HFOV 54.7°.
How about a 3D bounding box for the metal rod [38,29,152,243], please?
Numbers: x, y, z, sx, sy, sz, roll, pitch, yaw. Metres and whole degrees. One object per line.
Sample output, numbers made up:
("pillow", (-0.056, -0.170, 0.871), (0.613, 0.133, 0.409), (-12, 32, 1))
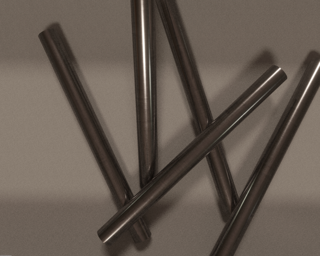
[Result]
("metal rod", (-0.086, 0.011, 0.410), (0.025, 0.025, 0.299), (-25, 90, 0))

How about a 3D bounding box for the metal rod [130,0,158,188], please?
("metal rod", (-0.017, -0.058, 0.350), (0.025, 0.025, 0.298), (-1, 115, 0))

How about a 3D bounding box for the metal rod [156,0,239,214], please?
("metal rod", (0.051, -0.033, 0.412), (0.025, 0.025, 0.298), (-18, 90, 0))

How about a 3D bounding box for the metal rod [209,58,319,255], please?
("metal rod", (0.141, 0.042, 0.397), (0.025, 0.025, 0.299), (30, 83, -1))

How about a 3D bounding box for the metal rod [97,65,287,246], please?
("metal rod", (0.040, 0.034, 0.385), (0.300, 0.025, 0.025), (-43, 91, -1))
